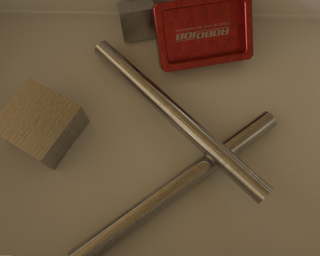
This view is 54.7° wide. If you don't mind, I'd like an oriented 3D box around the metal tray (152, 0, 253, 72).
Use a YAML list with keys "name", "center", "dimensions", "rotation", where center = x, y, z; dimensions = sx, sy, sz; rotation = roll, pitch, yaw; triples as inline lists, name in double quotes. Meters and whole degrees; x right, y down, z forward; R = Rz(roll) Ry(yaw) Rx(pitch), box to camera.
- name: "metal tray"
  center: [0.060, -0.133, 0.429]
  dimensions: [0.131, 0.030, 0.089]
  rotation: [-10, 111, -4]

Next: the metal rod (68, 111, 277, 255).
- name: "metal rod"
  center: [0.025, 0.070, 0.384]
  dimensions: [0.301, 0.025, 0.025]
  rotation: [-34, 74, -12]

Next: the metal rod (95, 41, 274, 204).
- name: "metal rod"
  center: [0.017, -0.020, 0.399]
  dimensions: [0.025, 0.025, 0.300]
  rotation: [-41, 69, -14]

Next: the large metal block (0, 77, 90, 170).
- name: "large metal block"
  center: [-0.151, -0.005, 0.396]
  dimensions: [0.080, 0.050, 0.080]
  rotation: [29, 72, 10]

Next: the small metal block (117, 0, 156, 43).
- name: "small metal block"
  center: [-0.032, -0.156, 0.451]
  dimensions: [0.050, 0.050, 0.025]
  rotation: [-12, 57, -5]
